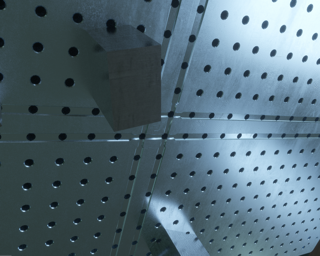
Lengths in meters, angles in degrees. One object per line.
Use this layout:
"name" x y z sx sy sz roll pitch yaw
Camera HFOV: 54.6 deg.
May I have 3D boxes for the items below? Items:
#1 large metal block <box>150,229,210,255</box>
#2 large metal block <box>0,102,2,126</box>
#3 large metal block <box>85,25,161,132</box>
"large metal block" 0.041 0.228 0.538 0.080 0.080 0.050 24 105 -37
"large metal block" -0.198 -0.029 0.269 0.080 0.050 0.080 -24 127 -14
"large metal block" -0.038 -0.055 0.320 0.050 0.080 0.080 -14 124 -21
